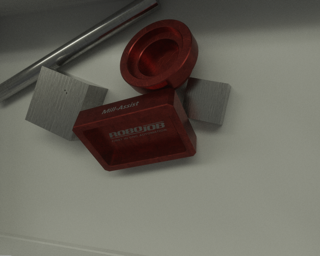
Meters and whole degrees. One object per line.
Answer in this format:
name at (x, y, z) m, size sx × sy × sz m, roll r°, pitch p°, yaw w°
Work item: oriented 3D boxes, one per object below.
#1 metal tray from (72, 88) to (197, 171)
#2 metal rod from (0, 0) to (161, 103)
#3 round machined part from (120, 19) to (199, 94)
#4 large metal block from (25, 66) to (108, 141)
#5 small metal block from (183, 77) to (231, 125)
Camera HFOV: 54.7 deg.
metal tray at (-0.029, 0.007, 0.387) m, size 0.130 × 0.090 × 0.030 m, roll -13°, pitch 42°, yaw 19°
metal rod at (-0.135, -0.112, 0.456) m, size 0.300 × 0.025 × 0.025 m, roll -25°, pitch 82°, yaw 17°
round machined part at (0.003, -0.083, 0.387) m, size 0.098 × 0.042 × 0.098 m, roll -13°, pitch 60°, yaw 24°
large metal block at (-0.133, -0.034, 0.442) m, size 0.080 × 0.050 × 0.080 m, roll 23°, pitch 97°, yaw 18°
small metal block at (0.058, -0.034, 0.390) m, size 0.050 × 0.025 × 0.050 m, roll 13°, pitch 94°, yaw 19°
